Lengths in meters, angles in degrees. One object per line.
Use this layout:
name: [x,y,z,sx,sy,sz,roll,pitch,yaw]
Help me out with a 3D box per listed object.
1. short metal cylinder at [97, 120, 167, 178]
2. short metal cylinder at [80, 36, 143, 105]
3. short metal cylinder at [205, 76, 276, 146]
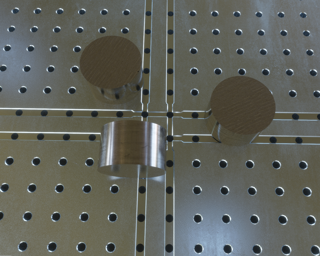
short metal cylinder: [-0.032,0.028,0.372,0.081,0.080,0.050,1,70,0]
short metal cylinder: [-0.064,-0.079,0.427,0.081,0.050,0.080,0,70,0]
short metal cylinder: [0.103,-0.021,0.407,0.081,0.050,0.080,0,70,0]
